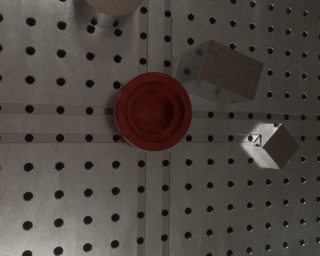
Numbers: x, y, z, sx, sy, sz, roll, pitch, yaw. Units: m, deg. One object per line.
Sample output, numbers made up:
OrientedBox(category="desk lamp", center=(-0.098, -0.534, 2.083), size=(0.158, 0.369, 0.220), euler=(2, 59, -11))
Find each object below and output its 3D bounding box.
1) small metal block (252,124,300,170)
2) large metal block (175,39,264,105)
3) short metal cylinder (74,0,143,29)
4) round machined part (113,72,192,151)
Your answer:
OrientedBox(category="small metal block", center=(0.180, 0.029, 0.481), size=(0.050, 0.025, 0.050), euler=(-46, 105, -14))
OrientedBox(category="large metal block", center=(0.074, -0.070, 0.412), size=(0.081, 0.080, 0.050), euler=(18, 84, -20))
OrientedBox(category="short metal cylinder", center=(-0.063, -0.168, 0.377), size=(0.081, 0.050, 0.079), euler=(0, 90, -20))
OrientedBox(category="round machined part", center=(-0.012, -0.020, 0.400), size=(0.099, 0.042, 0.097), euler=(0, 90, -21))
